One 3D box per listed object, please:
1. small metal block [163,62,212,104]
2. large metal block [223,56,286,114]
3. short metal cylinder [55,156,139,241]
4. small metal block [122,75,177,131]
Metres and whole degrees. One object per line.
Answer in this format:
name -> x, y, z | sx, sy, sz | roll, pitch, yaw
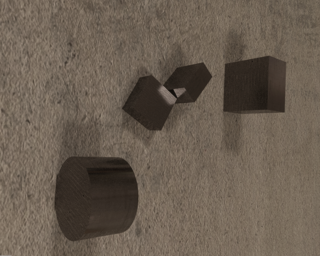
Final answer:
small metal block -> 0.034, -0.060, 0.419 | 0.025, 0.050, 0.050 | 51, 60, -28
large metal block -> 0.151, -0.065, 0.499 | 0.050, 0.080, 0.080 | 4, 88, -40
short metal cylinder -> -0.066, 0.069, 0.315 | 0.050, 0.080, 0.080 | 6, 86, -40
small metal block -> -0.012, -0.031, 0.396 | 0.050, 0.025, 0.050 | 40, 65, -33
